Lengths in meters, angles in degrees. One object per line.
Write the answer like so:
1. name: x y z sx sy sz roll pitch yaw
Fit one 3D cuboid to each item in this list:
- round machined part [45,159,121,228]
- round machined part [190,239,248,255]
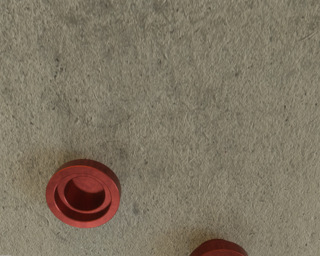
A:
1. round machined part: -0.103 0.087 0.432 0.099 0.042 0.097 0 110 0
2. round machined part: 0.090 0.213 0.480 0.099 0.042 0.097 0 110 0
